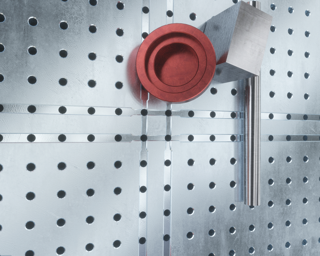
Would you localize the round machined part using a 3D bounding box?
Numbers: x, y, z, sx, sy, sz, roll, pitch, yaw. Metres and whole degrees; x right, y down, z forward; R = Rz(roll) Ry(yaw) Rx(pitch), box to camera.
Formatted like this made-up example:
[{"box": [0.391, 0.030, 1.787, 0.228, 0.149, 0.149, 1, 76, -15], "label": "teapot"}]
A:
[{"box": [0.022, -0.079, 0.397, 0.098, 0.042, 0.097, 0, 87, 9], "label": "round machined part"}]

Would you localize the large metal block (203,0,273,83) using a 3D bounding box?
[{"box": [0.096, -0.111, 0.418, 0.050, 0.080, 0.080, 17, 84, -21], "label": "large metal block"}]

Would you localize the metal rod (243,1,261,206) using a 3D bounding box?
[{"box": [0.138, -0.036, 0.463, 0.025, 0.025, 0.298, 0, 90, -20], "label": "metal rod"}]
